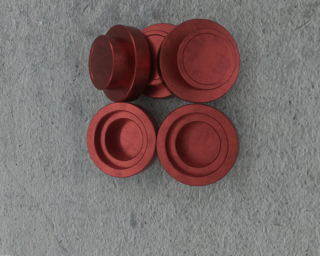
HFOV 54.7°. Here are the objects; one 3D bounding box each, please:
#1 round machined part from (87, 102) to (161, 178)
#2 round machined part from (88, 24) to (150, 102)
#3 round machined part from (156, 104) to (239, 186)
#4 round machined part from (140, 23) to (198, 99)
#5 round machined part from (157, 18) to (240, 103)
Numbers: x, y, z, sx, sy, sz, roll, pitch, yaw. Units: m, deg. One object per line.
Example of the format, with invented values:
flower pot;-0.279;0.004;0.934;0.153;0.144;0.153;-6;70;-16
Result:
round machined part;-0.045;0.015;0.416;0.098;0.042;0.097;0;90;19
round machined part;-0.058;-0.082;0.395;0.098;0.042;0.097;7;99;52
round machined part;0.048;0.020;0.383;0.098;0.042;0.097;0;90;19
round machined part;-0.002;-0.087;0.400;0.098;0.042;0.097;0;90;19
round machined part;0.048;-0.078;0.360;0.099;0.042;0.097;-1;96;-12
